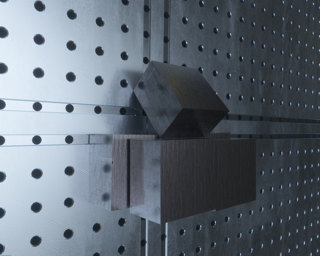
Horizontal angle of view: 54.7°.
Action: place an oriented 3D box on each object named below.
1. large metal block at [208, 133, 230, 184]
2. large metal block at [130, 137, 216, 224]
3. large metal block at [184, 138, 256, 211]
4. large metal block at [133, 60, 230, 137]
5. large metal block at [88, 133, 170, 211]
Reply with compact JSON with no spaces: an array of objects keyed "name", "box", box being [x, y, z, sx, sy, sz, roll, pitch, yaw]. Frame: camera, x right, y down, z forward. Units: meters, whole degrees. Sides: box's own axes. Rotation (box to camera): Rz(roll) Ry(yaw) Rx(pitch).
[{"name":"large metal block","box":[0.055,0.047,0.441,0.081,0.050,0.079,-1,91,-40]},{"name":"large metal block","box":[0.015,0.051,0.339,0.081,0.050,0.079,0,90,-40]},{"name":"large metal block","box":[0.077,0.053,0.392,0.081,0.050,0.079,0,90,-40]},{"name":"large metal block","box":[0.026,-0.034,0.390,0.081,0.050,0.080,0,48,-40]},{"name":"large metal block","box":[-0.035,0.047,0.366,0.081,0.050,0.079,2,89,-40]}]
